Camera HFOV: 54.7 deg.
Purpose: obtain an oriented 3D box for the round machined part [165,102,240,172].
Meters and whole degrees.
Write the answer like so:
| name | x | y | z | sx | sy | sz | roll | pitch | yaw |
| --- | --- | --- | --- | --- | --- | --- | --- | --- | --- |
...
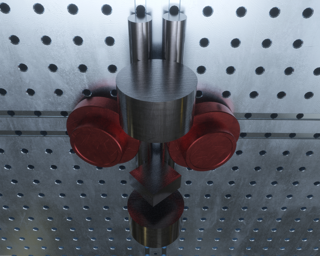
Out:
| name | x | y | z | sx | sy | sz | roll | pitch | yaw |
| --- | --- | --- | --- | --- | --- | --- | --- | --- | --- |
| round machined part | 0.058 | 0.018 | 0.399 | 0.099 | 0.042 | 0.097 | -10 | 132 | -11 |

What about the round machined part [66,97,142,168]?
| name | x | y | z | sx | sy | sz | roll | pitch | yaw |
| --- | --- | --- | --- | --- | --- | --- | --- | --- | --- |
| round machined part | -0.074 | 0.012 | 0.394 | 0.098 | 0.042 | 0.097 | 9 | 131 | 10 |

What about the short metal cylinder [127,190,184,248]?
| name | x | y | z | sx | sy | sz | roll | pitch | yaw |
| --- | --- | --- | --- | --- | --- | --- | --- | --- | --- |
| short metal cylinder | -0.006 | 0.126 | 0.454 | 0.081 | 0.080 | 0.050 | 1 | 130 | -1 |

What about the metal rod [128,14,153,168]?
| name | x | y | z | sx | sy | sz | roll | pitch | yaw |
| --- | --- | --- | --- | --- | --- | --- | --- | --- | --- |
| metal rod | -0.022 | 0.002 | 0.411 | 0.025 | 0.025 | 0.298 | 0 | 130 | -1 |

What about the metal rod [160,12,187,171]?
| name | x | y | z | sx | sy | sz | roll | pitch | yaw |
| --- | --- | --- | --- | --- | --- | --- | --- | --- | --- |
| metal rod | 0.013 | 0.000 | 0.411 | 0.025 | 0.025 | 0.298 | 0 | 130 | -1 |

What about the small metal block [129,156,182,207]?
| name | x | y | z | sx | sy | sz | roll | pitch | yaw |
| --- | --- | --- | --- | --- | --- | --- | --- | --- | --- |
| small metal block | -0.007 | 0.072 | 0.425 | 0.050 | 0.050 | 0.025 | -29 | 139 | -32 |

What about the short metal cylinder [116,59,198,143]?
| name | x | y | z | sx | sy | sz | roll | pitch | yaw |
| --- | --- | --- | --- | --- | --- | --- | --- | --- | --- |
| short metal cylinder | -0.003 | -0.030 | 0.321 | 0.081 | 0.080 | 0.050 | 1 | 130 | -1 |
